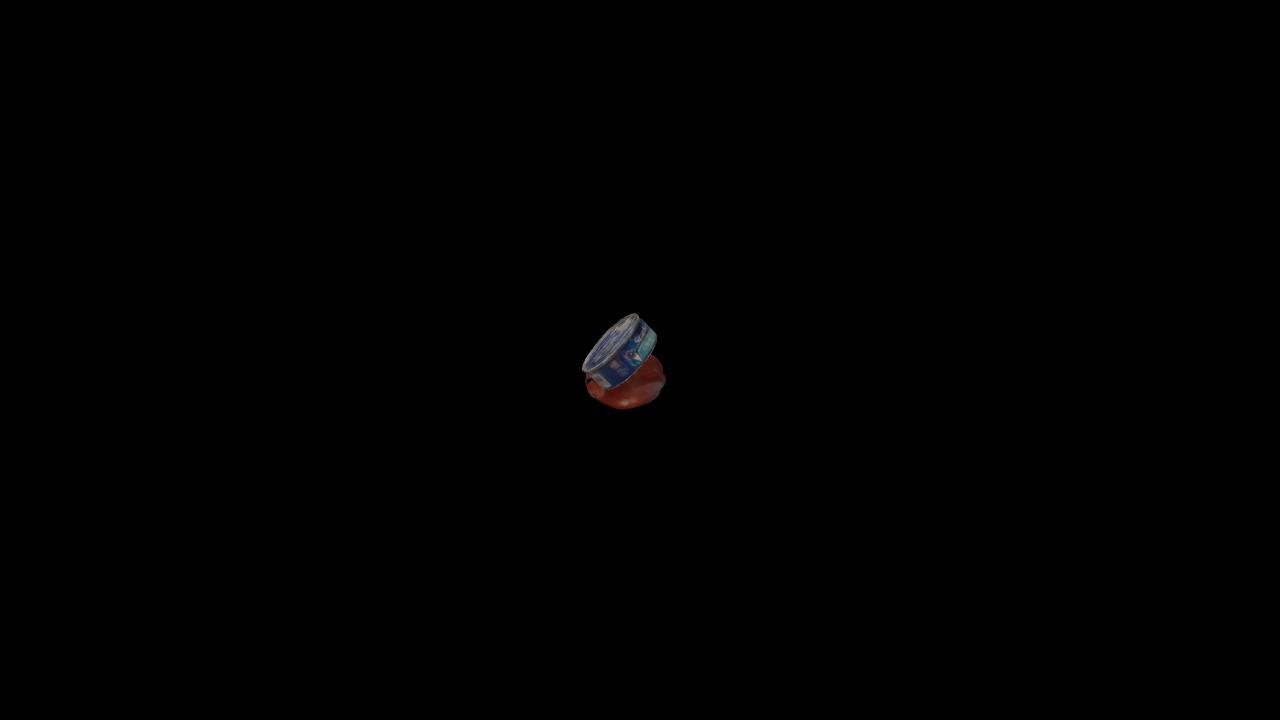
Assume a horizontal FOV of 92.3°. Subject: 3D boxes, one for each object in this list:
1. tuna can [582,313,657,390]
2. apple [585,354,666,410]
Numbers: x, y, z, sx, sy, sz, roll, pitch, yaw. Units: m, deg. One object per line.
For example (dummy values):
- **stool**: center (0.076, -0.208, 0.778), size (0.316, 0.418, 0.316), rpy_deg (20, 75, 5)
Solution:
- **tuna can**: center (-0.021, -0.009, 0.658), size (0.034, 0.084, 0.084), rpy_deg (44, -15, -17)
- **apple**: center (-0.020, 0.021, 0.720), size (0.093, 0.079, 0.079), rpy_deg (0, 0, -22)
